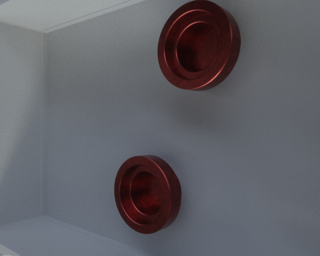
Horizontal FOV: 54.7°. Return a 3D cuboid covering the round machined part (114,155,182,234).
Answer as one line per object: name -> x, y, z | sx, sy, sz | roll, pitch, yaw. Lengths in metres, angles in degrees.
round machined part -> -0.011, 0.084, 0.405 | 0.098, 0.042, 0.097 | 0, 90, 40

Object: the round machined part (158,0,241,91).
round machined part -> 0.048, -0.091, 0.356 | 0.098, 0.042, 0.097 | 0, 90, 40
